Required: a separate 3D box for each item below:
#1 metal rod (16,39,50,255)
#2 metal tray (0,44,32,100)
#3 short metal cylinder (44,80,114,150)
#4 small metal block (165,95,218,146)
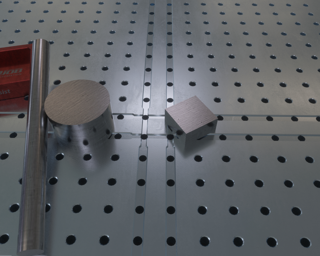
[{"bbox_3d":[-0.153,-0.001,0.385,0.025,0.025,0.299,-8,57,-6],"label":"metal rod"},{"bbox_3d":[-0.251,-0.083,0.471,0.131,0.030,0.090,-11,51,-9],"label":"metal tray"},{"bbox_3d":[-0.103,-0.018,0.406,0.081,0.050,0.080,0,50,0],"label":"short metal cylinder"},{"bbox_3d":[0.041,-0.011,0.417,0.050,0.025,0.050,-25,54,-20],"label":"small metal block"}]
